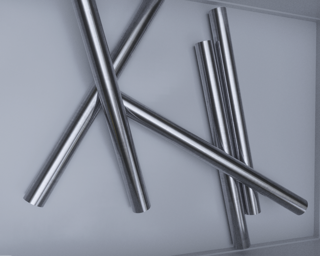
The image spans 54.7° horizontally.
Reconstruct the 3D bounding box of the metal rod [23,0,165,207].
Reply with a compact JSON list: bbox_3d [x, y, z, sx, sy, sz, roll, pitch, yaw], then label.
[{"bbox_3d":[-0.075,-0.044,0.382,0.025,0.025,0.299,32,80,-17],"label":"metal rod"}]

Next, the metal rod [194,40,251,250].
[{"bbox_3d":[0.090,0.027,0.443,0.025,0.025,0.298,-13,95,-20],"label":"metal rod"}]

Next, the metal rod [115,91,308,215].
[{"bbox_3d":[0.071,0.038,0.414,0.301,0.025,0.025,30,80,-9],"label":"metal rod"}]

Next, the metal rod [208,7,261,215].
[{"bbox_3d":[0.109,-0.021,0.450,0.025,0.025,0.298,-12,94,-20],"label":"metal rod"}]

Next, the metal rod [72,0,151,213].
[{"bbox_3d":[-0.058,-0.036,0.363,0.025,0.025,0.298,-19,106,-19],"label":"metal rod"}]
